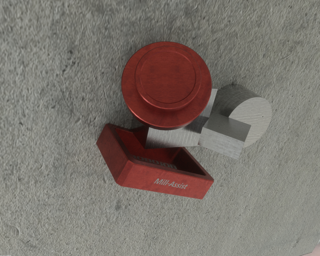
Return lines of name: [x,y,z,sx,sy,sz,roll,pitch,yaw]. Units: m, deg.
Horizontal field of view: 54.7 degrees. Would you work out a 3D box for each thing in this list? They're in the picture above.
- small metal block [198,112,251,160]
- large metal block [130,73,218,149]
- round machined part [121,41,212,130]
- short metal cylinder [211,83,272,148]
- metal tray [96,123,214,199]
small metal block: [0.080,0.008,0.382,0.050,0.050,0.025,-44,151,-56]
large metal block: [0.015,-0.023,0.388,0.081,0.050,0.079,-2,119,-28]
round machined part: [0.007,-0.049,0.334,0.098,0.098,0.042,-32,173,-8]
short metal cylinder: [0.110,-0.018,0.443,0.081,0.050,0.079,-14,124,-21]
metal tray: [-0.005,0.042,0.389,0.131,0.090,0.030,18,109,-35]
